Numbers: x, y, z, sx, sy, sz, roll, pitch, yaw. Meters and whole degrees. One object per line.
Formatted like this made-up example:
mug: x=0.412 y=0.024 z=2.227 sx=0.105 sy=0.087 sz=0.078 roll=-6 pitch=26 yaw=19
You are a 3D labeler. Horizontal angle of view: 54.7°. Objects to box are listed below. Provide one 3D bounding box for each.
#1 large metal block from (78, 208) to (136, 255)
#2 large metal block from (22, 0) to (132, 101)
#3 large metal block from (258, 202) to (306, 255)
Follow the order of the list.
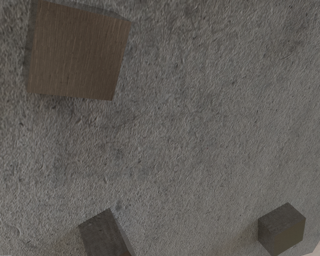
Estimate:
large metal block: x=-0.068 y=0.177 z=0.443 sx=0.050 sy=0.080 sz=0.080 roll=-28 pitch=128 yaw=-11
large metal block: x=-0.082 y=-0.076 z=0.298 sx=0.081 sy=0.050 sz=0.079 roll=4 pitch=117 yaw=-30
large metal block: x=0.261 y=0.220 z=0.669 sx=0.081 sy=0.050 sz=0.080 roll=-23 pitch=127 yaw=-14
